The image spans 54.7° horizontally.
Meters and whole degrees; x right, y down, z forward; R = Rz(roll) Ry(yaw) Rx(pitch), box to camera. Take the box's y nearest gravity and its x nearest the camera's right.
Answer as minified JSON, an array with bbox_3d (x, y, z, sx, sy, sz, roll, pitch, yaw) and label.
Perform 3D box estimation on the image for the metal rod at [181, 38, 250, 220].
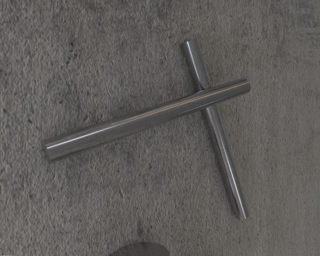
[{"bbox_3d":[0.090,0.011,0.480,0.025,0.025,0.298,-31,110,-36],"label":"metal rod"}]

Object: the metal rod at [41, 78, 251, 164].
[{"bbox_3d":[0.007,-0.020,0.389,0.302,0.025,0.025,-20,103,-32],"label":"metal rod"}]

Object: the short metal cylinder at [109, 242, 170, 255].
[{"bbox_3d":[-0.024,0.174,0.350,0.081,0.080,0.050,-19,103,-38],"label":"short metal cylinder"}]
